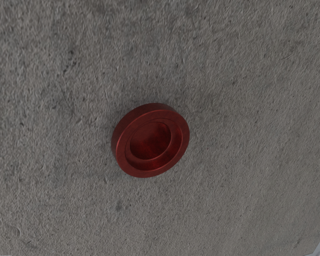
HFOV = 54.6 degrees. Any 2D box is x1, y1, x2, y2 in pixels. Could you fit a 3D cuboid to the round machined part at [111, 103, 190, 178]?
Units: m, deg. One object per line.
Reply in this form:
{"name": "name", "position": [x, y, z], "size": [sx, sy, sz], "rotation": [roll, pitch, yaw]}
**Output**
{"name": "round machined part", "position": [-0.015, 0.012, 0.394], "size": [0.099, 0.042, 0.097], "rotation": [-14, 124, -21]}
